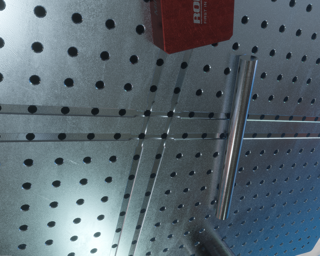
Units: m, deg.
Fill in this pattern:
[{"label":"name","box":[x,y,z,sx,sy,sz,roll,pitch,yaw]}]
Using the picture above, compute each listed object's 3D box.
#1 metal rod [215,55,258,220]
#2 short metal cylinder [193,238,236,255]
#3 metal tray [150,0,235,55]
[{"label":"metal rod","box":[0.117,0.033,0.494,0.025,0.025,0.298,-13,124,-22]},{"label":"short metal cylinder","box":[0.112,0.270,0.623,0.081,0.050,0.079,-14,124,-21]},{"label":"metal tray","box":[0.035,-0.154,0.332,0.091,0.030,0.129,-18,126,-18]}]
